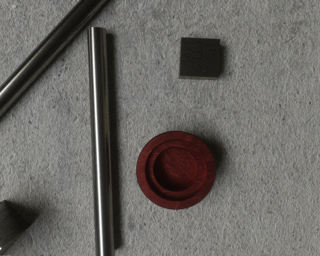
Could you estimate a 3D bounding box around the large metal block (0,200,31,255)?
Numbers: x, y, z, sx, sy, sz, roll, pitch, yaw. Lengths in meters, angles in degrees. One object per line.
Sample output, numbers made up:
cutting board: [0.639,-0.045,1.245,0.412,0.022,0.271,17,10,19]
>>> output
large metal block: [-0.221,0.144,0.380,0.050,0.080,0.080,44,90,-1]

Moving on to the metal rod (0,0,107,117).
metal rod: [-0.138,-0.114,0.408,0.025,0.025,0.300,42,90,-1]

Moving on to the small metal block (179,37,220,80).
small metal block: [0.052,-0.091,0.411,0.050,0.025,0.050,2,90,-1]

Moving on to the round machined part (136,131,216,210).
round machined part: [0.020,0.052,0.402,0.099,0.042,0.097,0,90,-1]

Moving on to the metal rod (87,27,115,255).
metal rod: [-0.078,0.020,0.408,0.025,0.025,0.298,-2,90,-1]
